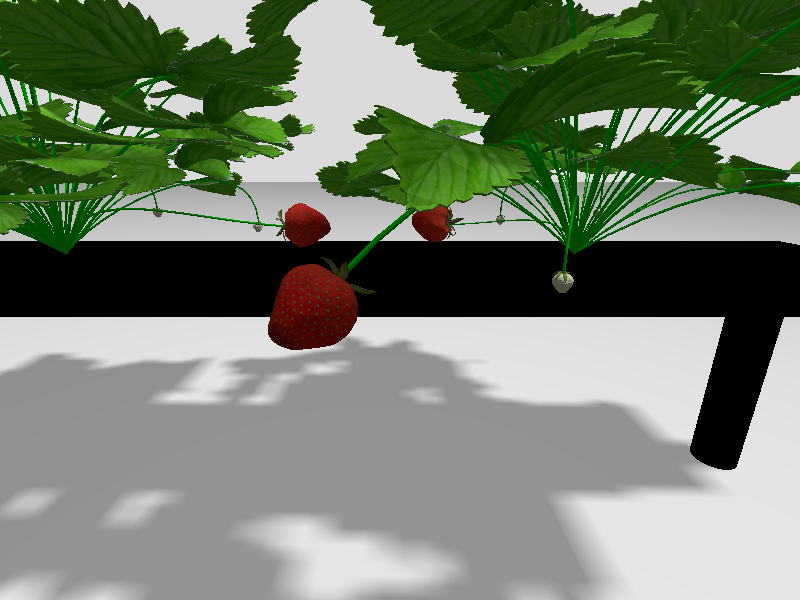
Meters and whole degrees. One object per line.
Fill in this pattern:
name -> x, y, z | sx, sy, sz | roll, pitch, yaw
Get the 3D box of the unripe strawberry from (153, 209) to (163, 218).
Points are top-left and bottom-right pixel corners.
unripe strawberry -> -0.310, -0.111, 0.512 | 0.011, 0.011, 0.011 | -2, 18, -5

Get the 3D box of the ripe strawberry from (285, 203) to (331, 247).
ripe strawberry -> -0.089, -0.072, 0.388 | 0.043, 0.042, 0.040 | -3, 18, -11

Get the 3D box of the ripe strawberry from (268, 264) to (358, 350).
ripe strawberry -> -0.037, 0.004, 0.162 | 0.037, 0.031, 0.037 | 17, 52, 42

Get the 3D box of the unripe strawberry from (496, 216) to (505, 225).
unripe strawberry -> 0.129, -0.102, 0.513 | 0.011, 0.011, 0.010 | -3, 18, -8

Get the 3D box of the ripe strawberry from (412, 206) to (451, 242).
ripe strawberry -> 0.031, -0.081, 0.415 | 0.042, 0.041, 0.039 | 9, 20, 28

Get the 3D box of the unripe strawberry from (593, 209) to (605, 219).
unripe strawberry -> 0.263, -0.114, 0.529 | 0.014, 0.013, 0.013 | 10, 21, 28

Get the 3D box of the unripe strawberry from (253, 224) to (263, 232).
unripe strawberry -> -0.160, -0.082, 0.451 | 0.010, 0.011, 0.012 | -13, 22, -35

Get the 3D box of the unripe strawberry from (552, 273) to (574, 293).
unripe strawberry -> 0.089, -0.009, 0.220 | 0.011, 0.011, 0.010 | 8, 20, 24
